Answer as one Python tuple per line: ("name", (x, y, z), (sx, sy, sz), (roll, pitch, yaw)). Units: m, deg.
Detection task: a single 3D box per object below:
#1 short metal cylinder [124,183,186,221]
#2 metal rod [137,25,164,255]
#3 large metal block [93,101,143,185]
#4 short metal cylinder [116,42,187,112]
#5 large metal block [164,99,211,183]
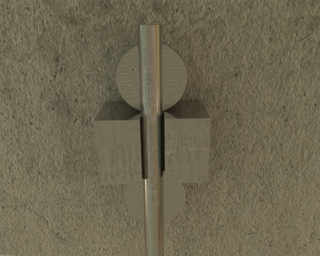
("short metal cylinder", (-0.007, 0.082, 0.428), (0.081, 0.050, 0.079), (0, 110, 0))
("metal rod", (-0.009, 0.034, 0.369), (0.025, 0.025, 0.298), (-1, 110, 0))
("large metal block", (-0.047, 0.015, 0.387), (0.050, 0.080, 0.079), (-1, 110, 0))
("short metal cylinder", (-0.009, -0.064, 0.374), (0.081, 0.050, 0.079), (0, 110, 0))
("large metal block", (0.030, 0.013, 0.387), (0.050, 0.080, 0.079), (-1, 110, 0))
